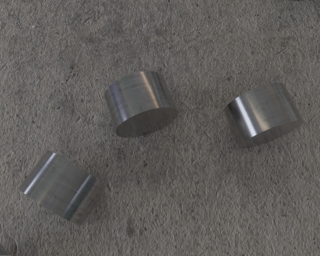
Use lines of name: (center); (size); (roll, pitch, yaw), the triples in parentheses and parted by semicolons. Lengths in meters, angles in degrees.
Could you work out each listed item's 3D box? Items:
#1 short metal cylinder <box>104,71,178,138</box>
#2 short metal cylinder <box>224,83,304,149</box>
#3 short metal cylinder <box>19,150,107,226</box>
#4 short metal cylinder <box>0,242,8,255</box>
short metal cylinder: (-0.024, -0.028, 0.389); (0.080, 0.080, 0.050); (-18, 71, -7)
short metal cylinder: (0.127, -0.013, 0.385); (0.080, 0.080, 0.050); (-17, 71, -6)
short metal cylinder: (-0.109, 0.068, 0.353); (0.080, 0.080, 0.050); (29, 73, 10)
short metal cylinder: (-0.193, 0.162, 0.318); (0.080, 0.080, 0.050); (-37, 74, -12)
